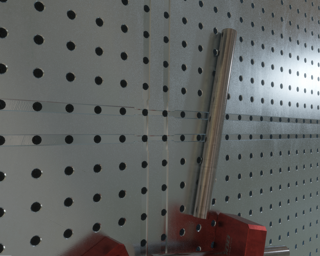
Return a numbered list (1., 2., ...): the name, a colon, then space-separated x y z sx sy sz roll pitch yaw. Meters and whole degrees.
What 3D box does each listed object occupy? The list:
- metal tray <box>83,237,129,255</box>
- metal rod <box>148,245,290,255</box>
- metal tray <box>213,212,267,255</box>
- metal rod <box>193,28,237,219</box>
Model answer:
1. metal tray: -0.062 0.206 0.355 0.091 0.030 0.129 -32 110 -36
2. metal rod: 0.107 0.199 0.476 0.302 0.025 0.025 13 82 -36
3. metal tray: 0.112 0.201 0.463 0.030 0.090 0.129 13 83 -16
4. metal rod: 0.088 -0.012 0.485 0.025 0.025 0.299 17 79 -39
